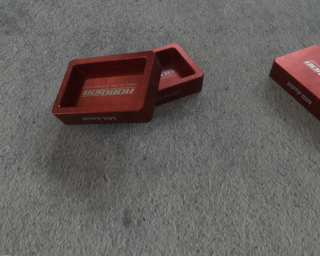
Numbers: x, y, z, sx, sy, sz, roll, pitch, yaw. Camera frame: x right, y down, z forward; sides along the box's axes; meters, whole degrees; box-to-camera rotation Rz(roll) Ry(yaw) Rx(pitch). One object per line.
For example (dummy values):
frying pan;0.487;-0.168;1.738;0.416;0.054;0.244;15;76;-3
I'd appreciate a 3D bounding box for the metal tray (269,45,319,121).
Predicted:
metal tray;0.240;-0.066;0.457;0.091;0.030;0.130;-21;53;-17

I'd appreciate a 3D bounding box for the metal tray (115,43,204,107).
metal tray;-0.012;-0.076;0.462;0.131;0.030;0.090;-20;53;-16

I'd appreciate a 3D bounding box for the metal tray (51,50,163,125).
metal tray;-0.068;-0.051;0.405;0.130;0.030;0.090;-1;61;21
